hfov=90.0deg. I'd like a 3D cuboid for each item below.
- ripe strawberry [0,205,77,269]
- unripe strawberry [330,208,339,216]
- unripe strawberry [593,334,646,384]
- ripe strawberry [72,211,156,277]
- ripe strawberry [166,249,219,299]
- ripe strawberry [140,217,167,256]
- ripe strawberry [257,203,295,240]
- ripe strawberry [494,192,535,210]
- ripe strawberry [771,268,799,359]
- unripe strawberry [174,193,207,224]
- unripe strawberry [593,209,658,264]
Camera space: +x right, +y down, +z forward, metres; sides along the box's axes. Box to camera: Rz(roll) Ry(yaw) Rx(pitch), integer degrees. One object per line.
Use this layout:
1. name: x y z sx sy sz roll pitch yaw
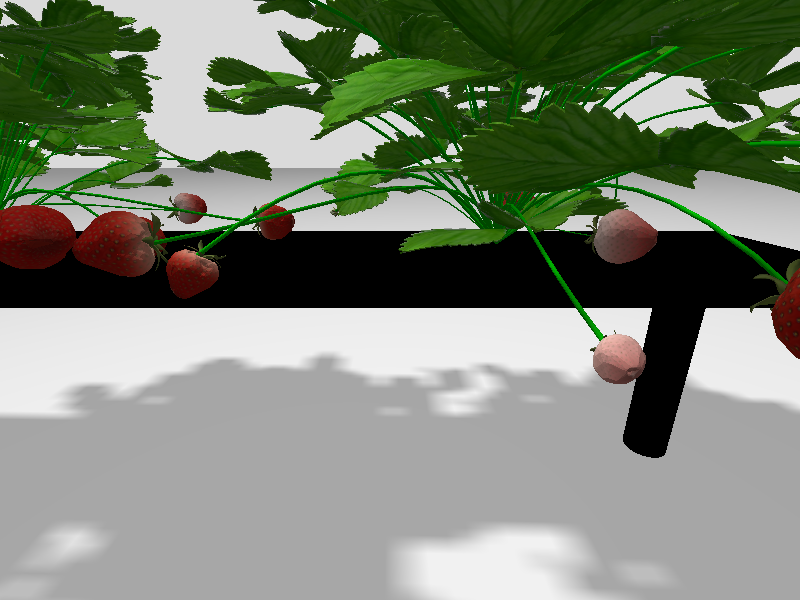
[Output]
1. ripe strawberry: -0.240 -0.040 0.262 0.043 0.043 0.047 14 24 33
2. unripe strawberry: -0.087 -0.117 0.529 0.011 0.010 0.010 -17 26 -40
3. unripe strawberry: 0.074 0.021 0.135 0.016 0.017 0.017 1 20 3
4. ripe strawberry: -0.176 -0.034 0.247 0.041 0.041 0.045 -8 21 -21
5. ripe strawberry: -0.113 -0.013 0.216 0.025 0.026 0.028 36 -7 -40
6. ripe strawberry: -0.182 -0.041 0.279 0.033 0.033 0.036 14 23 18
7. ripe strawberry: -0.112 -0.071 0.362 0.031 0.033 0.029 -1 20 -3
8. ripe strawberry: 0.128 -0.106 0.447 0.045 0.039 0.046 8 21 21
9. ripe strawberry: 0.163 0.006 0.140 0.042 0.044 0.045 -7 23 -18
10. unripe strawberry: -0.235 -0.103 0.451 0.033 0.034 0.030 -15 25 -37
11. unripe strawberry: 0.164 -0.045 0.290 0.040 0.039 0.037 16 25 36
